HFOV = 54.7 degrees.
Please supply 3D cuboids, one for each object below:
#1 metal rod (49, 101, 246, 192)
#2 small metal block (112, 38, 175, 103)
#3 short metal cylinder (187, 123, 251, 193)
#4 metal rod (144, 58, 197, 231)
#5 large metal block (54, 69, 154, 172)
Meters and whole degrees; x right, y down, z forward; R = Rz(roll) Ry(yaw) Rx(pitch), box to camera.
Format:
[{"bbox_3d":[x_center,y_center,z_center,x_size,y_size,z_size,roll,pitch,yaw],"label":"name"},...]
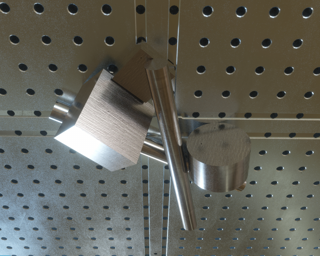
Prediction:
[{"bbox_3d":[-0.004,0.033,0.439,0.302,0.025,0.025,23,126,-19],"label":"metal rod"},{"bbox_3d":[-0.019,-0.064,0.356,0.050,0.025,0.050,35,122,-26],"label":"small metal block"},{"bbox_3d":[0.077,0.037,0.408,0.080,0.080,0.050,-5,130,4],"label":"short metal cylinder"},{"bbox_3d":[0.023,0.046,0.416,0.025,0.025,0.298,-8,130,6],"label":"metal rod"},{"bbox_3d":[-0.061,-0.007,0.361,0.080,0.080,0.050,36,143,-27],"label":"large metal block"}]
